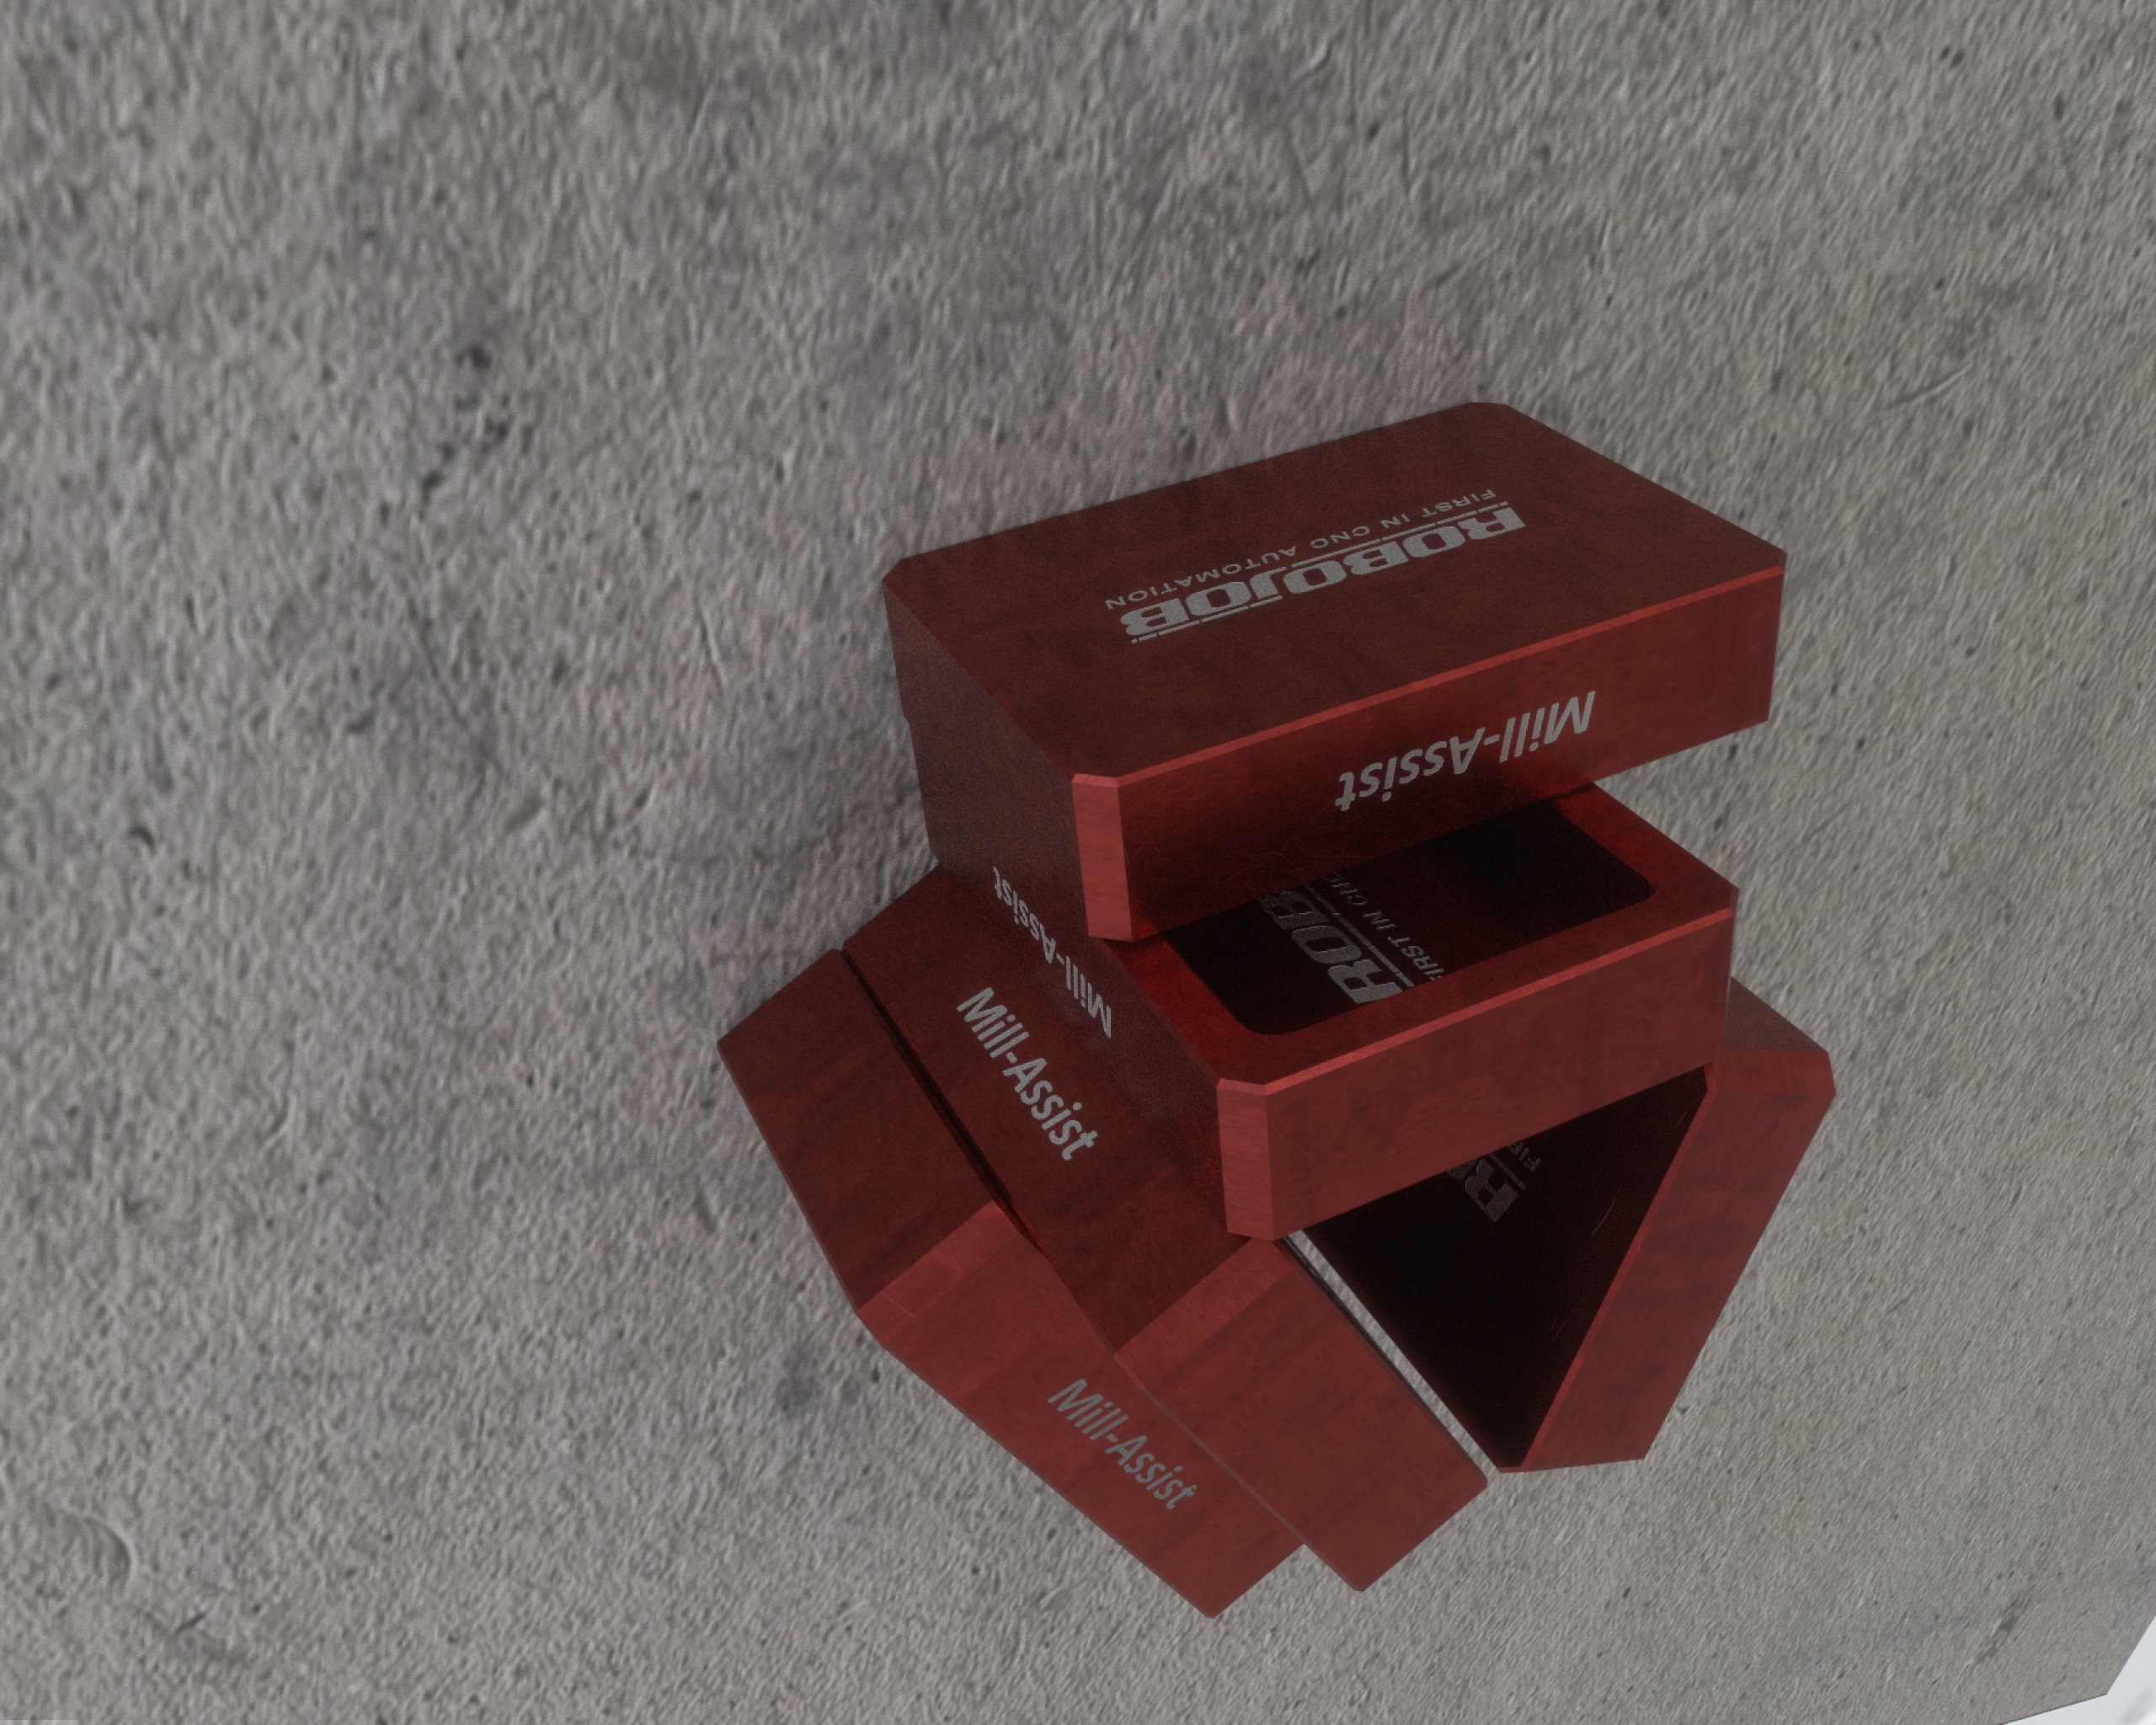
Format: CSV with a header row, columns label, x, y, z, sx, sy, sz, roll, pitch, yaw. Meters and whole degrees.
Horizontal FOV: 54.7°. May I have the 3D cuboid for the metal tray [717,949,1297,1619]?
label,x,y,z,sx,sy,sz,roll,pitch,yaw
metal tray,-0.010,0.084,0.410,0.030,0.090,0.130,-40,130,-1

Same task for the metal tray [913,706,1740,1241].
label,x,y,z,sx,sy,sz,roll,pitch,yaw
metal tray,0.036,0.001,0.359,0.091,0.130,0.030,-19,126,-18

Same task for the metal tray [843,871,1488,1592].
label,x,y,z,sx,sy,sz,roll,pitch,yaw
metal tray,0.013,0.062,0.384,0.030,0.130,0.090,-40,130,-1

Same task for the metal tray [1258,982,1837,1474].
label,x,y,z,sx,sy,sz,roll,pitch,yaw
metal tray,0.075,0.041,0.405,0.030,0.130,0.089,5,116,-31

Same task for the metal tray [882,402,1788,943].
label,x,y,z,sx,sy,sz,roll,pitch,yaw
metal tray,0.043,-0.039,0.363,0.131,0.090,0.030,-18,126,-18
